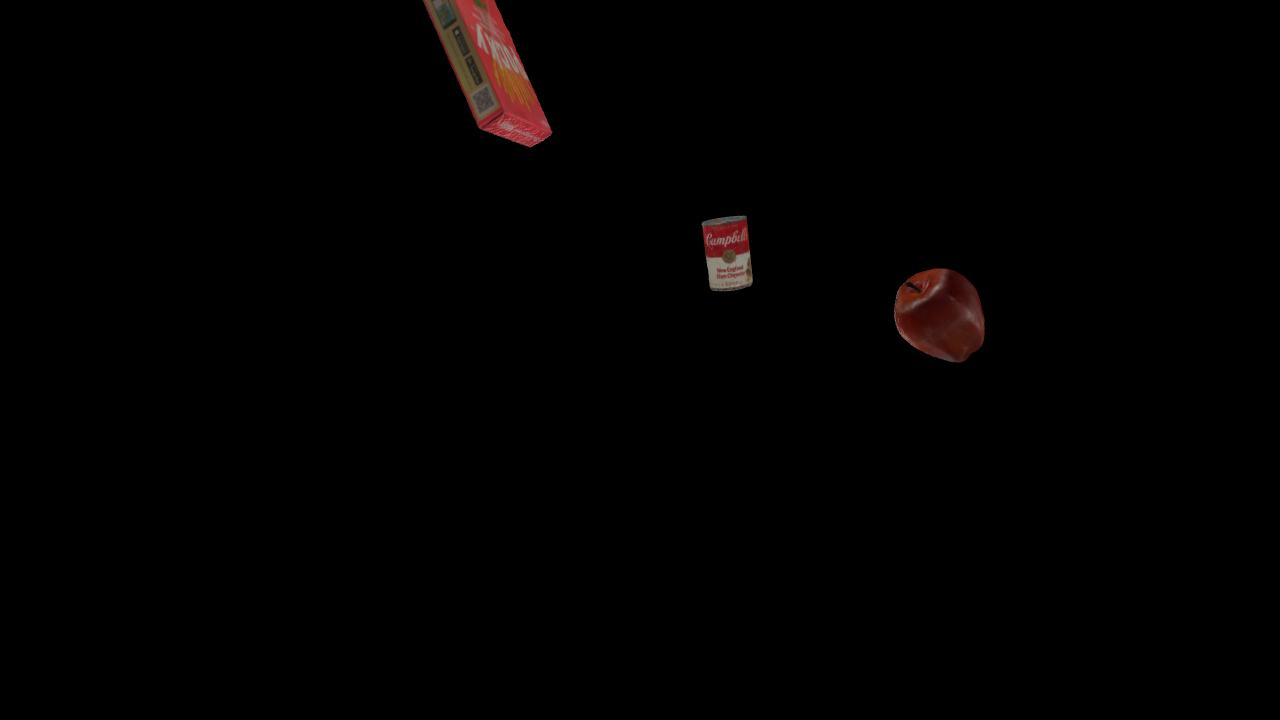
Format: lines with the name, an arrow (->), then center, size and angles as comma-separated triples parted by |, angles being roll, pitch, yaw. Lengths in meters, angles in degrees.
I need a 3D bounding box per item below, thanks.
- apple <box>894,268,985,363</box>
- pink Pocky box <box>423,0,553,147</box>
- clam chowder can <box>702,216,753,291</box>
apple -> 0.286, -0.043, 0.589 | 0.093, 0.079, 0.079 | 45, -12, -13
pink Pocky box -> -0.129, -0.256, 0.502 | 0.029, 0.155, 0.084 | -23, 1, 20
clam chowder can -> 0.132, -0.160, 0.926 | 0.068, 0.102, 0.068 | -8, 18, 3
